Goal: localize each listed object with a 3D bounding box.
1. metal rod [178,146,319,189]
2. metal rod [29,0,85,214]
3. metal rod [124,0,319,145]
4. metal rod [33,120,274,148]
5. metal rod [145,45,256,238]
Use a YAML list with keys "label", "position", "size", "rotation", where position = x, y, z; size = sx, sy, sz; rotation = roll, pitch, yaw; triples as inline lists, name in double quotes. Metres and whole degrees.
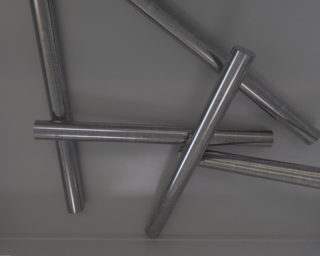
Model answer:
- label: "metal rod"
  position: [0.165, 0.055, 0.364]
  size: [0.301, 0.025, 0.025]
  rotation: [8, 112, 25]
- label: "metal rod"
  position: [-0.130, -0.022, 0.401]
  size: [0.025, 0.025, 0.298]
  rotation: [-3, 110, 1]
- label: "metal rod"
  position: [0.086, -0.072, 0.385]
  size: [0.301, 0.025, 0.025]
  rotation: [35, 106, -12]
- label: "metal rod"
  position: [-0.002, 0.008, 0.399]
  size: [0.302, 0.025, 0.025]
  rotation: [2, 110, -7]
- label: "metal rod"
  position: [0.038, 0.039, 0.392]
  size: [0.025, 0.025, 0.298]
  rotation: [18, 122, -7]
